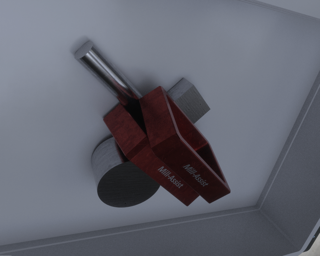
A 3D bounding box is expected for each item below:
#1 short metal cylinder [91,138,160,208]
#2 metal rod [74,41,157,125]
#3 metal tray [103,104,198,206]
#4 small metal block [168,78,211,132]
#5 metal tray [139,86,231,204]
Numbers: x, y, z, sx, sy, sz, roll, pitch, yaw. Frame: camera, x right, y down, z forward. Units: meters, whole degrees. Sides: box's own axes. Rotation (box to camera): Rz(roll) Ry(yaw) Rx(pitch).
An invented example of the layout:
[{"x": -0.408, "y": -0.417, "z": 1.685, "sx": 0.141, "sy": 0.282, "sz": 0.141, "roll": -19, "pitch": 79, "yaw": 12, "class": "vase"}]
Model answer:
[{"x": -0.043, "y": 0.055, "z": 0.395, "sx": 0.081, "sy": 0.050, "sz": 0.079, "roll": -11, "pitch": 129, "yaw": -14, "class": "short metal cylinder"}, {"x": 0.003, "y": 0.002, "z": 0.413, "sx": 0.025, "sy": 0.025, "sz": 0.300, "roll": -43, "pitch": 130, "yaw": 1, "class": "metal rod"}, {"x": -0.006, "y": 0.035, "z": 0.384, "sx": 0.030, "sy": 0.090, "sz": 0.130, "roll": -43, "pitch": 130, "yaw": 1, "class": "metal tray"}, {"x": 0.031, "y": -0.029, "z": 0.407, "sx": 0.050, "sy": 0.025, "sz": 0.050, "roll": -42, "pitch": 130, "yaw": 0, "class": "small metal block"}, {"x": 0.031, "y": 0.022, "z": 0.364, "sx": 0.030, "sy": 0.090, "sz": 0.130, "roll": -32, "pitch": 131, "yaw": 14, "class": "metal tray"}]
